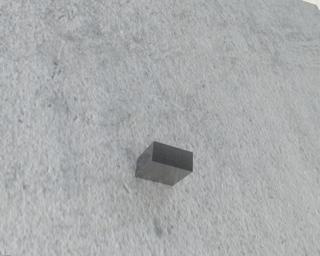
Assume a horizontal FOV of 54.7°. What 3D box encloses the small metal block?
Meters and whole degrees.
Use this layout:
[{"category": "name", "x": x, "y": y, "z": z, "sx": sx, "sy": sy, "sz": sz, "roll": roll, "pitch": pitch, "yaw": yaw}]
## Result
[{"category": "small metal block", "x": 0.004, "y": 0.043, "z": 0.365, "sx": 0.050, "sy": 0.050, "sz": 0.025, "roll": 17, "pitch": 55, "yaw": -19}]
